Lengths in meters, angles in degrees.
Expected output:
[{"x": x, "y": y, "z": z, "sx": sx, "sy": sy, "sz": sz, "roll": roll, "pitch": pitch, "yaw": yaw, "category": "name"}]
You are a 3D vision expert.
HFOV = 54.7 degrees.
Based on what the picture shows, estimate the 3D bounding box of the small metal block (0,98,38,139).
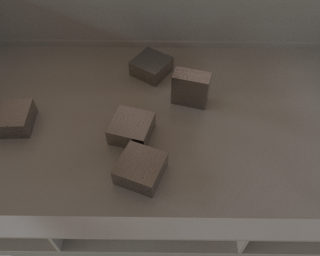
[{"x": -0.198, "y": -0.013, "z": 0.414, "sx": 0.050, "sy": 0.025, "sz": 0.050, "roll": -2, "pitch": 50, "yaw": -2, "category": "small metal block"}]

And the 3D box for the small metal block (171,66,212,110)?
[{"x": 0.043, "y": -0.056, "z": 0.436, "sx": 0.050, "sy": 0.050, "sz": 0.025, "roll": 12, "pitch": 51, "yaw": 10, "category": "small metal block"}]

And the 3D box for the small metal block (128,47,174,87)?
[{"x": -0.013, "y": -0.097, "z": 0.486, "sx": 0.050, "sy": 0.025, "sz": 0.050, "roll": 28, "pitch": 55, "yaw": 21, "category": "small metal block"}]

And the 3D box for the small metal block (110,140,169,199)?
[{"x": -0.023, "y": 0.048, "z": 0.365, "sx": 0.050, "sy": 0.025, "sz": 0.050, "roll": 17, "pitch": 52, "yaw": 14, "category": "small metal block"}]

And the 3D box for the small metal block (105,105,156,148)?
[{"x": -0.037, "y": 0.000, "z": 0.404, "sx": 0.050, "sy": 0.025, "sz": 0.050, "roll": 13, "pitch": 51, "yaw": 10, "category": "small metal block"}]
